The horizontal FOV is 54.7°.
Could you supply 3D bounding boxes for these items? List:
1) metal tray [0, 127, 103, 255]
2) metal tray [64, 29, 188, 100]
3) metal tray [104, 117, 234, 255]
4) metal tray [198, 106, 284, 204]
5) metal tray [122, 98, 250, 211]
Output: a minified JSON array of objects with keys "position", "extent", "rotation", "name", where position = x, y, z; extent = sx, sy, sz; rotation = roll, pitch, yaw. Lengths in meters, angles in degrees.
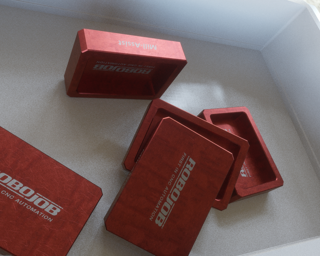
[{"position":[-0.133,0.066,0.291],"extent":[0.130,0.030,0.090],"rotation":[34,51,-7],"name":"metal tray"},{"position":[-0.044,-0.073,0.386],"extent":[0.131,0.090,0.030],"rotation":[-1,63,-29],"name":"metal tray"},{"position":[0.011,0.065,0.331],"extent":[0.090,0.030,0.130],"rotation":[30,76,-6],"name":"metal tray"},{"position":[0.110,0.034,0.443],"extent":[0.091,0.030,0.130],"rotation":[-6,65,-31],"name":"metal tray"},{"position":[0.031,0.032,0.371],"extent":[0.131,0.030,0.090],"rotation":[25,78,-8],"name":"metal tray"}]
